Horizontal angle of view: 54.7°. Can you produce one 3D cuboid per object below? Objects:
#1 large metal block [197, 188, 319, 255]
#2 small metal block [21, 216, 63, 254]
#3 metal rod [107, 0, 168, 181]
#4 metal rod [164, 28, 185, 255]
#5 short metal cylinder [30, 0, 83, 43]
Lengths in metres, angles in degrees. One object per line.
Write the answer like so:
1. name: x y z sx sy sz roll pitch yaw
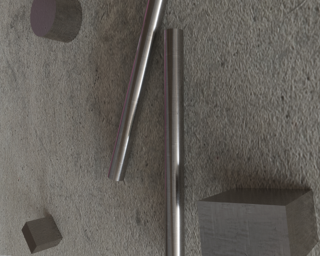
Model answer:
1. large metal block: 0.093 0.088 0.291 0.080 0.081 0.050 -8 85 39
2. small metal block: -0.214 0.192 0.561 0.050 0.050 0.025 51 120 27
3. metal rod: -0.028 -0.069 0.426 0.025 0.025 0.298 23 105 37
4. metal rod: 0.018 0.028 0.388 0.025 0.025 0.298 0 90 39
5. short metal cylinder: -0.179 -0.192 0.533 0.080 0.050 0.079 0 90 39
